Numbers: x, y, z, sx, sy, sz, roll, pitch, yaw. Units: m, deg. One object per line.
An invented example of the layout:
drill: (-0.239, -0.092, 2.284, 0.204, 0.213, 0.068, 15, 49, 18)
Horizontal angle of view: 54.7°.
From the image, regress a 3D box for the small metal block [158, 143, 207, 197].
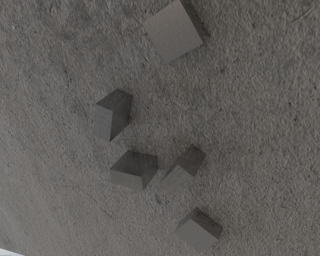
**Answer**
small metal block: (0.030, 0.055, 0.409, 0.025, 0.050, 0.050, 39, 129, 2)

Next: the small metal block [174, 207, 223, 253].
small metal block: (0.058, 0.156, 0.473, 0.050, 0.025, 0.050, 37, 129, 3)

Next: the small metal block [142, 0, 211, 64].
small metal block: (0.018, -0.105, 0.333, 0.050, 0.025, 0.050, -22, 107, 36)

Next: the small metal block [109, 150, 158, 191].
small metal block: (-0.036, 0.060, 0.447, 0.050, 0.050, 0.025, 9, 122, 23)

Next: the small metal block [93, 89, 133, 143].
small metal block: (-0.062, -0.017, 0.413, 0.025, 0.050, 0.050, 23, 127, 14)
